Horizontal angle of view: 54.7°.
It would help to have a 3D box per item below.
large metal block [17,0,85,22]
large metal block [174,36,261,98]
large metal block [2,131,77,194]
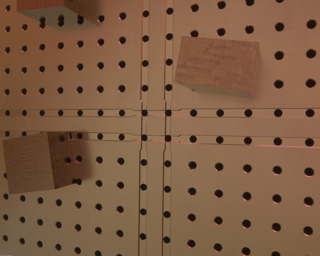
[{"bbox_3d":[-0.158,-0.206,0.453,0.080,0.050,0.079,2,91,19],"label":"large metal block"},{"bbox_3d":[0.070,-0.068,0.358,0.080,0.080,0.050,10,94,19],"label":"large metal block"},{"bbox_3d":[-0.178,0.050,0.460,0.080,0.050,0.080,-10,87,19],"label":"large metal block"}]
